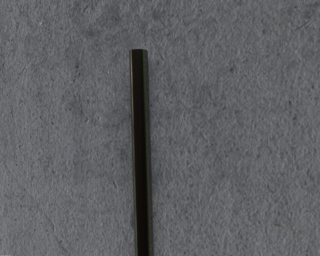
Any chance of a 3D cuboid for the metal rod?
[{"bbox_3d":[-0.024,0.046,0.416,0.025,0.025,0.298,-2,89,19],"label":"metal rod"}]
